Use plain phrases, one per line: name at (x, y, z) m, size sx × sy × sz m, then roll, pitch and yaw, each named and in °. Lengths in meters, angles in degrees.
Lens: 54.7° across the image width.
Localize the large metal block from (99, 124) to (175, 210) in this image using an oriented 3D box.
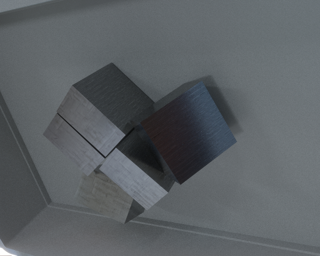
large metal block at (-0.017, 0.044, 0.405) m, size 0.080 × 0.080 × 0.050 m, roll 41°, pitch 129°, yaw 0°

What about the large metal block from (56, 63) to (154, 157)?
large metal block at (-0.065, -0.025, 0.388) m, size 0.080 × 0.080 × 0.050 m, roll 43°, pitch 129°, yaw -2°

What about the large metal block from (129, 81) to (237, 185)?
large metal block at (0.025, 0.003, 0.351) m, size 0.080 × 0.080 × 0.050 m, roll 58°, pitch 167°, yaw -13°

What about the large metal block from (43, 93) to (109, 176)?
large metal block at (-0.093, 0.004, 0.422) m, size 0.080 × 0.080 × 0.050 m, roll 44°, pitch 129°, yaw -3°

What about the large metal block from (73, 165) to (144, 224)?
large metal block at (-0.064, 0.091, 0.451) m, size 0.080 × 0.080 × 0.050 m, roll 20°, pitch 92°, yaw 16°
